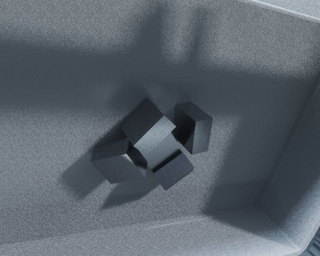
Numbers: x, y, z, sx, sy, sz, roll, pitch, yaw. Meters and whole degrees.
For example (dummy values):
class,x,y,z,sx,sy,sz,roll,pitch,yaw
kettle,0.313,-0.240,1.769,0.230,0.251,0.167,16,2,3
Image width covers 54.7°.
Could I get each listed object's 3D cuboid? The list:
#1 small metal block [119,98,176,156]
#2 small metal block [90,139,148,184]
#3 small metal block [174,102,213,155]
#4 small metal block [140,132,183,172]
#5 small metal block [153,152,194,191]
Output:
class,x,y,z,sx,sy,sz,roll,pitch,yaw
small metal block,-0.016,-0.002,0.381,0.050,0.050,0.025,-45,129,3
small metal block,-0.051,0.043,0.392,0.050,0.025,0.050,-14,133,20
small metal block,0.043,0.000,0.415,0.025,0.050,0.050,-12,123,-24
small metal block,-0.004,0.026,0.421,0.050,0.025,0.050,-36,130,-4
small metal block,0.020,0.063,0.442,0.050,0.025,0.050,-36,166,-5
